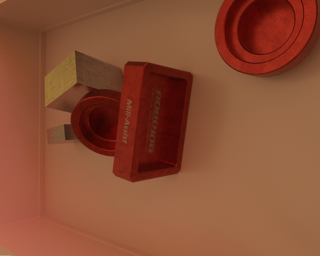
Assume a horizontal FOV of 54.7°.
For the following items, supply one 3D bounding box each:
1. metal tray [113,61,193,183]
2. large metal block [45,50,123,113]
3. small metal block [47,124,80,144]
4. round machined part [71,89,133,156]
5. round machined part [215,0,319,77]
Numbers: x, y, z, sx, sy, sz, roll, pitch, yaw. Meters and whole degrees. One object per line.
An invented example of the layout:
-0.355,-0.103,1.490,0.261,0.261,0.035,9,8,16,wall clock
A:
-0.006,-0.007,0.367,0.030,0.091,0.129,12,98,39,metal tray
-0.111,-0.060,0.455,0.080,0.080,0.050,-26,64,37,large metal block
-0.150,0.010,0.511,0.050,0.050,0.025,-12,83,39,small metal block
-0.068,-0.011,0.428,0.099,0.042,0.097,5,126,8,round machined part
0.108,-0.099,0.306,0.098,0.042,0.097,0,90,39,round machined part
